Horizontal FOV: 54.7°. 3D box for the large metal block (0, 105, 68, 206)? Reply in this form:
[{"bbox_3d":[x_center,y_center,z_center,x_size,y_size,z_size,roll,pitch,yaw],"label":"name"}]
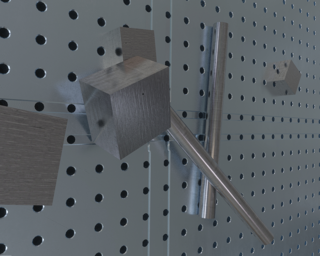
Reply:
[{"bbox_3d":[-0.138,0.024,0.277,0.081,0.050,0.080,14,82,-39],"label":"large metal block"}]

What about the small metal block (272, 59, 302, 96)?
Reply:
[{"bbox_3d":[0.256,-0.101,0.623,0.050,0.025,0.050,38,67,-34],"label":"small metal block"}]

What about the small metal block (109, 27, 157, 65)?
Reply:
[{"bbox_3d":[-0.032,-0.094,0.381,0.050,0.025,0.050,-9,96,-40],"label":"small metal block"}]

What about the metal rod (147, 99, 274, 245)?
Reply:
[{"bbox_3d":[0.077,0.065,0.443,0.300,0.025,0.025,50,60,-18],"label":"metal rod"}]

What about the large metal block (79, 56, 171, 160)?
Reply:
[{"bbox_3d":[-0.035,-0.025,0.345,0.081,0.050,0.079,-33,134,-35],"label":"large metal block"}]

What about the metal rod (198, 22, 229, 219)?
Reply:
[{"bbox_3d":[0.084,-0.014,0.478,0.025,0.025,0.298,8,85,-40],"label":"metal rod"}]
